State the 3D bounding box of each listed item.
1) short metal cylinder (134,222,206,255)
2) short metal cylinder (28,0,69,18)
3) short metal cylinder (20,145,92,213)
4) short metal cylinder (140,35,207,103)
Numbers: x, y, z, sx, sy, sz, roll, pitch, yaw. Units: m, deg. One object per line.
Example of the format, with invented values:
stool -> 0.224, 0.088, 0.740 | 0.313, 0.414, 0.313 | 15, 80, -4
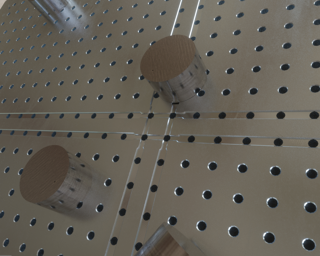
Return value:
short metal cylinder -> 0.016, 0.133, 0.283 | 0.050, 0.080, 0.080 | -48, 51, -5
short metal cylinder -> -0.256, -0.302, 0.712 | 0.080, 0.050, 0.080 | -13, 56, 21
short metal cylinder -> -0.141, 0.070, 0.423 | 0.080, 0.050, 0.080 | -13, 56, 21
short metal cylinder -> 0.020, -0.082, 0.432 | 0.080, 0.050, 0.080 | -13, 56, 21
